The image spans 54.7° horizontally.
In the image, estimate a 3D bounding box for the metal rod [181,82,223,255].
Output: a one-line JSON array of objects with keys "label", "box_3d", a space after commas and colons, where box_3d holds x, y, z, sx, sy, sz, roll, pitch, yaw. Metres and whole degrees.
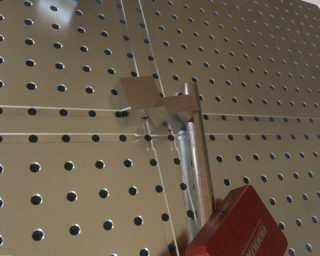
[{"label": "metal rod", "box_3d": [0.053, 0.068, 0.395, 0.025, 0.025, 0.299, 10, 57, -23]}]

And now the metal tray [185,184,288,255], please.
[{"label": "metal tray", "box_3d": [0.092, 0.134, 0.347, 0.131, 0.030, 0.090, -32, 89, -49]}]

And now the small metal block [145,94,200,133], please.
[{"label": "small metal block", "box_3d": [0.016, -0.019, 0.412, 0.050, 0.050, 0.025, -10, 67, -32]}]

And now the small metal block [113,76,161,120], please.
[{"label": "small metal block", "box_3d": [-0.028, -0.041, 0.418, 0.050, 0.025, 0.050, -10, 67, -32]}]
